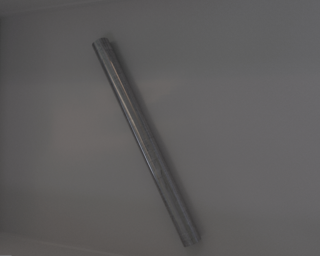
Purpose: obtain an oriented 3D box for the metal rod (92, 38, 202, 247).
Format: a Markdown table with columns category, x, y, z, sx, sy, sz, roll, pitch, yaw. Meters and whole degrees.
| category | x | y | z | sx | sy | sz | roll | pitch | yaw |
| --- | --- | --- | --- | --- | --- | --- | --- | --- | --- |
| metal rod | -0.022 | 0.012 | 0.418 | 0.025 | 0.025 | 0.299 | -28 | 81 | 18 |
